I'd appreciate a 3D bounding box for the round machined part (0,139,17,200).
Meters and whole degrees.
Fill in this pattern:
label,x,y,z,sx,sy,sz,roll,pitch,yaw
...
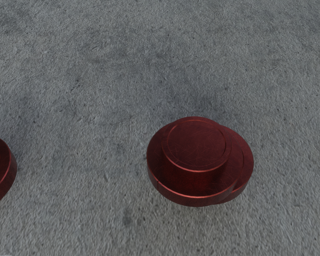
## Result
label,x,y,z,sx,sy,sz,roll,pitch,yaw
round machined part,-0.209,0.056,0.343,0.099,0.042,0.098,0,50,0

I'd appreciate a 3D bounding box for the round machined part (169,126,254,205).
label,x,y,z,sx,sy,sz,roll,pitch,yaw
round machined part,0.053,0.044,0.356,0.099,0.042,0.098,0,50,0

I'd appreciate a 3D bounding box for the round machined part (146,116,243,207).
label,x,y,z,sx,sy,sz,roll,pitch,yaw
round machined part,0.035,0.026,0.316,0.099,0.042,0.098,0,50,0
